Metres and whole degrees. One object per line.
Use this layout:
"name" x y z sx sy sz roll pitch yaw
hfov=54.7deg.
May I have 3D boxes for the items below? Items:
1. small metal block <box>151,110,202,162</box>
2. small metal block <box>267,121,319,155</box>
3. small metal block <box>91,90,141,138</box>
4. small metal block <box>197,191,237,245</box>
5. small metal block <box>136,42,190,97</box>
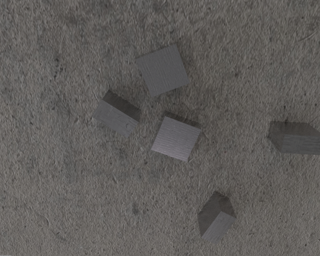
"small metal block" 0.021 0.011 0.414 0.050 0.025 0.050 20 109 -8
"small metal block" 0.175 0.012 0.402 0.050 0.050 0.025 3 110 -1
"small metal block" -0.053 -0.019 0.389 0.050 0.050 0.025 32 107 -11
"small metal block" 0.080 0.128 0.444 0.025 0.050 0.050 28 108 -10
"small metal block" 0.004 -0.072 0.383 0.050 0.025 0.050 -20 109 7
